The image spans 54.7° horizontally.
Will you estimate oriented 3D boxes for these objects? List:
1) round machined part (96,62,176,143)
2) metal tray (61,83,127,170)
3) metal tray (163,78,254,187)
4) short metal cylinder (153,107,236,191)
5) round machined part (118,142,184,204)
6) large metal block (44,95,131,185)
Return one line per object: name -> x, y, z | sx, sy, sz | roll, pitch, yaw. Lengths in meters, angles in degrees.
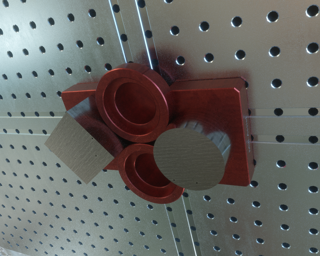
round machined part -> -0.026, -0.034, 0.381 | 0.098, 0.042, 0.097 | 13, 124, 21
metal tray -> -0.080, 0.000, 0.450 | 0.090, 0.030, 0.129 | 0, 119, 27
metal tray -> 0.061, 0.007, 0.378 | 0.090, 0.030, 0.129 | 1, 119, 28
short metal cylinder -> 0.040, 0.023, 0.348 | 0.080, 0.050, 0.079 | 13, 124, 21
round machined part -> -0.005, 0.052, 0.423 | 0.098, 0.042, 0.097 | 13, 124, 21
large metal block -> -0.096, 0.017, 0.417 | 0.080, 0.050, 0.080 | 45, 129, -3
